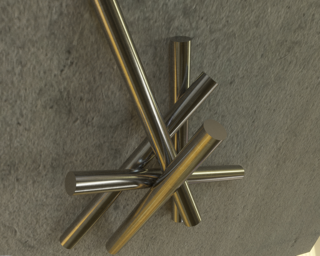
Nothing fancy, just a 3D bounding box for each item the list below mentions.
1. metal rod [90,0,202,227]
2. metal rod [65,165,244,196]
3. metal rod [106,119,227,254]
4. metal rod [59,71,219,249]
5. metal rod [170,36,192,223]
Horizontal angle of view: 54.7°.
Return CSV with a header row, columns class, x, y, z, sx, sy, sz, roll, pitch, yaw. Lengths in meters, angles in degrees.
class,x,y,z,sx,sy,sz,roll,pitch,yaw
metal rod,-0.008,-0.006,0.352,0.025,0.025,0.299,-27,113,-12
metal rod,0.020,0.066,0.419,0.302,0.025,0.025,4,117,-42
metal rod,-0.011,0.094,0.387,0.025,0.025,0.298,3,140,-30
metal rod,-0.035,0.050,0.401,0.025,0.025,0.299,30,107,-38
metal rod,0.028,0.023,0.437,0.025,0.025,0.298,-15,125,-20
